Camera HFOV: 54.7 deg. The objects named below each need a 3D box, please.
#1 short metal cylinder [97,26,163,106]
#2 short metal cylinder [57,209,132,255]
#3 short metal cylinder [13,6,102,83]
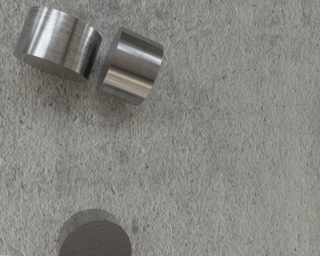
[{"bbox_3d":[-0.037,-0.072,0.366,0.050,0.080,0.080,20,83,-19],"label":"short metal cylinder"},{"bbox_3d":[-0.079,0.142,0.367,0.081,0.050,0.080,0,90,-20],"label":"short metal cylinder"},{"bbox_3d":[-0.110,-0.088,0.339,0.081,0.080,0.050,19,84,-19],"label":"short metal cylinder"}]
